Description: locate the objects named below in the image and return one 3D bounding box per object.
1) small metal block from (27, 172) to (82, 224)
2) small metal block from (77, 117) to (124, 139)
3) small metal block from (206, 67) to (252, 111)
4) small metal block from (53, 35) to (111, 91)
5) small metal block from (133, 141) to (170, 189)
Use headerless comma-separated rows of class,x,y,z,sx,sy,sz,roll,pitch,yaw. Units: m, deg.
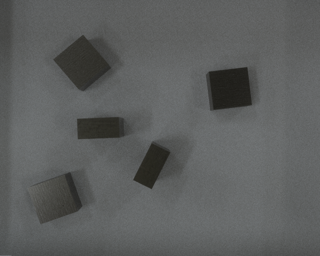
small metal block,-0.138,0.092,0.410,0.050,0.025,0.050,-20,90,-1
small metal block,-0.074,0.000,0.398,0.050,0.050,0.025,-2,90,-1
small metal block,0.091,-0.051,0.413,0.050,0.025,0.050,-7,90,-1
small metal block,-0.102,-0.085,0.410,0.050,0.025,0.050,-40,91,0
small metal block,-0.010,0.046,0.399,0.025,0.050,0.050,27,90,0
